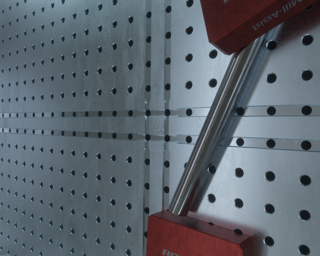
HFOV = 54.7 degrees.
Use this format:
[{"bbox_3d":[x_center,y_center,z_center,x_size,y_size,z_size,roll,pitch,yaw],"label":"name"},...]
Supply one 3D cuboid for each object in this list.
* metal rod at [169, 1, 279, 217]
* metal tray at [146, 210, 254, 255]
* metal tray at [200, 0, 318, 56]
[{"bbox_3d":[0.074,-0.031,0.347,0.025,0.025,0.298,32,110,35],"label":"metal rod"},{"bbox_3d":[0.042,0.160,0.370,0.130,0.030,0.089,6,94,39],"label":"metal tray"},{"bbox_3d":[0.102,-0.142,0.303,0.130,0.030,0.090,-29,53,36],"label":"metal tray"}]
